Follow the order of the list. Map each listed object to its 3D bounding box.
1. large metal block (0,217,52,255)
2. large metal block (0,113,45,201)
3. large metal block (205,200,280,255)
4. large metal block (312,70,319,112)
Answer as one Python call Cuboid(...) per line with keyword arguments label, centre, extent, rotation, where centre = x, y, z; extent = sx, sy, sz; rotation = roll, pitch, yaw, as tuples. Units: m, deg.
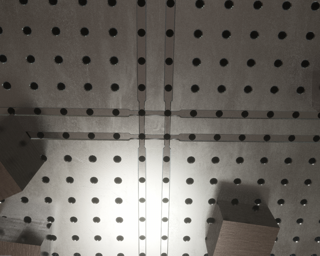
Cuboid(label="large metal block", centre=(-0.213, 0.187, 0.466), extent=(0.081, 0.050, 0.079), rotation=(9, 110, -4))
Cuboid(label="large metal block", centre=(-0.203, 0.037, 0.395), extent=(0.050, 0.080, 0.080), rotation=(-24, 109, 8))
Cuboid(label="large metal block", centre=(0.119, 0.160, 0.461), extent=(0.081, 0.050, 0.079), rotation=(9, 110, -4))
Cuboid(label="large metal block", centre=(0.242, -0.043, 0.372), extent=(0.080, 0.080, 0.050), rotation=(-8, 110, 2))
